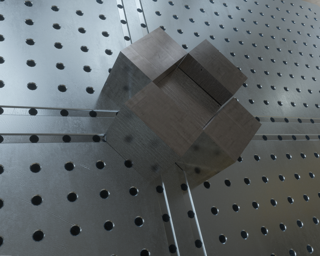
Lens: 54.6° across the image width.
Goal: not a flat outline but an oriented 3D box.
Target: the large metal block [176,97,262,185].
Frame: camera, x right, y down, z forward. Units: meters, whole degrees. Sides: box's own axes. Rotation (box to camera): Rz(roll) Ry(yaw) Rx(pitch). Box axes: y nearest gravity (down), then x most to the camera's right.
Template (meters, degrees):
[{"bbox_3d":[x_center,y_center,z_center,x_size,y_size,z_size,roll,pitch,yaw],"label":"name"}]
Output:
[{"bbox_3d":[0.073,0.018,0.402,0.050,0.080,0.080,45,51,3],"label":"large metal block"}]

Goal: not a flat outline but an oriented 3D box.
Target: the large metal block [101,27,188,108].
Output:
[{"bbox_3d":[-0.021,-0.073,0.406,0.050,0.080,0.080,44,51,2],"label":"large metal block"}]

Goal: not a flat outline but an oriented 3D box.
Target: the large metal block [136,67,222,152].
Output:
[{"bbox_3d":[0.021,-0.022,0.415,0.080,0.050,0.080,43,53,3],"label":"large metal block"}]

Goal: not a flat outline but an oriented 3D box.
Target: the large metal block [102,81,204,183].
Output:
[{"bbox_3d":[-0.011,0.007,0.362,0.080,0.080,0.050,44,51,1],"label":"large metal block"}]

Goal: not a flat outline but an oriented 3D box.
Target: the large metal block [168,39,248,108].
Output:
[{"bbox_3d":[0.062,-0.065,0.445,0.080,0.080,0.050,44,51,1],"label":"large metal block"}]
